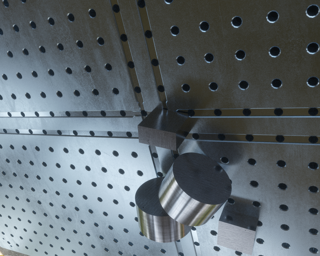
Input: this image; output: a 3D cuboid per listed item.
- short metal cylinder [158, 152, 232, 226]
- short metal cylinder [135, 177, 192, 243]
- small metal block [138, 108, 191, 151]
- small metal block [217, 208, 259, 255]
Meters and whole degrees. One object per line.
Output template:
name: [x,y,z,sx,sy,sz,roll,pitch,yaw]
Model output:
short metal cylinder: [0.044,0.078,0.401,0.080,0.080,0.050,32,129,7]
short metal cylinder: [0.007,0.115,0.443,0.080,0.080,0.050,10,123,23]
small metal block: [0.007,0.000,0.392,0.050,0.050,0.025,11,123,22]
small metal block: [0.111,0.149,0.445,0.050,0.025,0.050,11,123,22]
